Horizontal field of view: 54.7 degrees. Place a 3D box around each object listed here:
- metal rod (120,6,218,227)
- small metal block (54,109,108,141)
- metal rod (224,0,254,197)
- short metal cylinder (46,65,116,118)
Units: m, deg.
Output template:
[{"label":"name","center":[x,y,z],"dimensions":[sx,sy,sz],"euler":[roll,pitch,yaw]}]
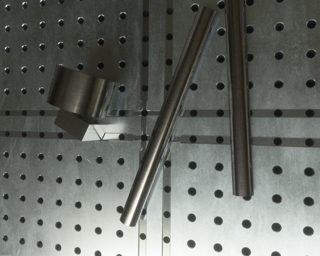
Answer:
[{"label":"metal rod","center":[0.009,-0.009,0.408],"dimensions":[0.025,0.025,0.298],"euler":[23,97,18]},{"label":"small metal block","center":[-0.110,-0.005,0.437],"dimensions":[0.050,0.050,0.025],"euler":[29,100,17]},{"label":"metal rod","center":[0.095,-0.068,0.378],"dimensions":[0.025,0.025,0.298],"euler":[-3,89,19]},{"label":"short metal cylinder","center":[-0.106,-0.049,0.419],"dimensions":[0.080,0.080,0.050],"euler":[19,97,18]}]
